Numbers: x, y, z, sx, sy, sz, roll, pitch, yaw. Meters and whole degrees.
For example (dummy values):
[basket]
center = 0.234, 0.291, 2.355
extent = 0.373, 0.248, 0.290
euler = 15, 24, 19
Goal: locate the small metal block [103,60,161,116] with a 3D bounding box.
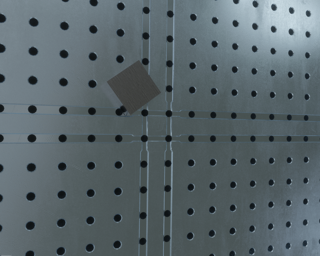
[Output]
[small metal block]
center = -0.036, -0.051, 0.399
extent = 0.050, 0.025, 0.050
euler = -38, 102, -16
